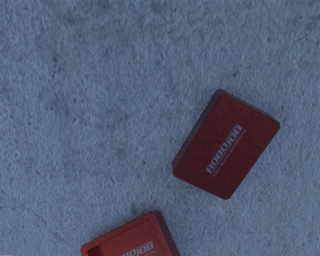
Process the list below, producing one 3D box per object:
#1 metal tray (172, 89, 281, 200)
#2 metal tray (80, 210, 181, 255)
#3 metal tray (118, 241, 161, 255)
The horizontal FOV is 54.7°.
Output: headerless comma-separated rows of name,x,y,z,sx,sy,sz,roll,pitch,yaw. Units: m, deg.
metal tray,0.085,0.025,0.417,0.090,0.030,0.129,27,108,-10
metal tray,-0.042,0.187,0.447,0.130,0.030,0.090,-30,72,13
metal tray,-0.020,0.252,0.499,0.090,0.030,0.130,-37,106,12
